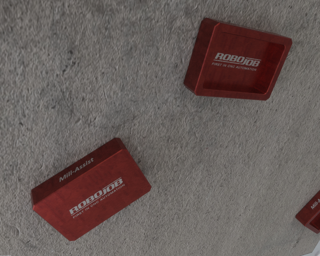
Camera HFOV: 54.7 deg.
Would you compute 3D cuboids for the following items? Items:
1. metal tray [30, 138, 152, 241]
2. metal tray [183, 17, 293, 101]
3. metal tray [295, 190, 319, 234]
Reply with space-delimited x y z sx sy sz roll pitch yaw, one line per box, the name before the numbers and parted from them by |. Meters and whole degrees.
metal tray | -0.086 0.082 0.407 0.131 0.030 0.090 -33 129 -7
metal tray | 0.103 -0.085 0.406 0.131 0.030 0.089 1 118 -29
metal tray | 0.390 0.184 0.730 0.090 0.030 0.130 34 99 -39
